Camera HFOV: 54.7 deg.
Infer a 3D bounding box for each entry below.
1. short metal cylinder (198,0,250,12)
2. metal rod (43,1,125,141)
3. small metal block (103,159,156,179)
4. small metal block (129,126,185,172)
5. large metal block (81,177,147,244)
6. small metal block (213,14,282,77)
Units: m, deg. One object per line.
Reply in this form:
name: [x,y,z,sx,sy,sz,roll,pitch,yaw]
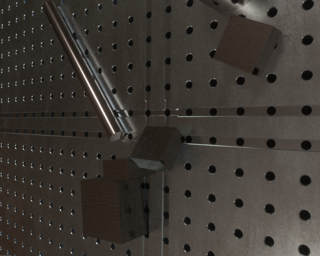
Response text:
short metal cylinder: [0.067,-0.174,0.337,0.080,0.050,0.079,0,90,39]
metal rod: [-0.134,-0.106,0.517,0.025,0.025,0.299,-45,63,30]
small metal block: [-0.042,0.054,0.426,0.050,0.050,0.025,-7,86,39]
small metal block: [-0.003,0.026,0.394,0.050,0.025,0.050,3,54,39]
large metal block: [-0.067,0.113,0.446,0.080,0.050,0.080,-6,87,39]
small metal block: [0.093,-0.088,0.332,0.050,0.025,0.050,33,110,35]
